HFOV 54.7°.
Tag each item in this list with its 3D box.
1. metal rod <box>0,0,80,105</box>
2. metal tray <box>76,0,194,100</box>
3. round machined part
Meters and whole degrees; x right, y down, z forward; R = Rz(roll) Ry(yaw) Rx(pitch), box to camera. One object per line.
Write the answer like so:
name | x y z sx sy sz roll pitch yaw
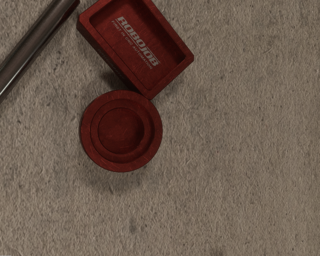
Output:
metal rod | -0.186 -0.034 0.340 0.025 0.025 0.300 37 78 -17
metal tray | -0.029 -0.109 0.396 0.090 0.030 0.130 -45 104 -15
round machined part | -0.050 0.003 0.382 0.099 0.042 0.097 0 91 -20
